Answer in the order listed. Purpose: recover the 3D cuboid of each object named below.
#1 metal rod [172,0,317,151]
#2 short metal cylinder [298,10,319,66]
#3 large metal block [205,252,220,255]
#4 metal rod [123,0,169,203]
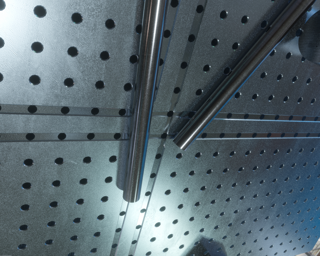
[{"bbox_3d":[0.123,-0.089,0.423,0.025,0.025,0.299,35,99,-39],"label":"metal rod"},{"bbox_3d":[0.245,-0.124,0.433,0.050,0.080,0.079,11,113,-33],"label":"short metal cylinder"},{"bbox_3d":[0.112,0.317,0.653,0.080,0.050,0.080,33,100,-39],"label":"large metal block"},{"bbox_3d":[-0.020,-0.030,0.381,0.025,0.025,0.298,-5,121,-26],"label":"metal rod"}]
